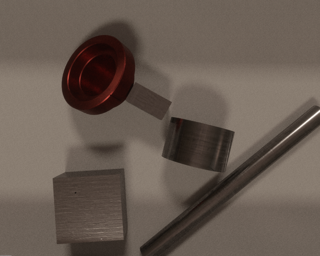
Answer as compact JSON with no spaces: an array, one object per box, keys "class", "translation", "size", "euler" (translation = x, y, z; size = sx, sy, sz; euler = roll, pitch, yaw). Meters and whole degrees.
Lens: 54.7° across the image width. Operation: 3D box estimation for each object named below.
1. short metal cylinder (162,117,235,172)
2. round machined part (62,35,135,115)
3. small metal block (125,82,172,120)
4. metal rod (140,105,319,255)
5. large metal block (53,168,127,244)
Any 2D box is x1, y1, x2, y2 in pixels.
[{"class":"short metal cylinder","translation":[0.047,0.020,0.385],"size":[0.080,0.080,0.050],"euler":[14,90,-1]},{"class":"round machined part","translation":[-0.071,-0.062,0.387],"size":[0.098,0.042,0.098],"euler":[-10,69,27]},{"class":"small metal block","translation":[-0.015,-0.033,0.398],"size":[0.050,0.050,0.025],"euler":[29,90,-4]},{"class":"metal rod","translation":[0.098,0.074,0.412],"size":[0.300,0.025,0.025],"euler":[-39,91,-1]},{"class":"large metal block","translation":[-0.087,0.098,0.398],"size":[0.081,0.050,0.079],"euler":[-4,90,-1]}]
